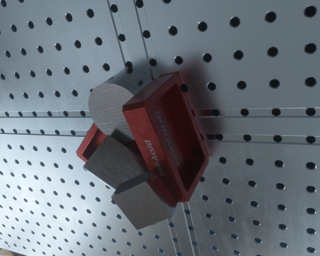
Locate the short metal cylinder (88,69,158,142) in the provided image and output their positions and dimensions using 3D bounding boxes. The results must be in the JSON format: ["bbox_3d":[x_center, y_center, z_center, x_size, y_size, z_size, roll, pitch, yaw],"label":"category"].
[{"bbox_3d":[-0.044,-0.029,0.398,0.080,0.050,0.079,13,124,20],"label":"short metal cylinder"}]

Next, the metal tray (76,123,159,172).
[{"bbox_3d":[-0.054,0.048,0.463,0.130,0.030,0.089,40,129,0],"label":"metal tray"}]

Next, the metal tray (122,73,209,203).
[{"bbox_3d":[0.013,0.012,0.368,0.030,0.090,0.129,-9,114,32],"label":"metal tray"}]

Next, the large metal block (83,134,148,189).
[{"bbox_3d":[-0.049,0.060,0.416,0.080,0.050,0.080,34,164,5],"label":"large metal block"}]

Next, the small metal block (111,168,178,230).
[{"bbox_3d":[-0.017,0.081,0.347,0.050,0.025,0.050,-29,104,26],"label":"small metal block"}]
